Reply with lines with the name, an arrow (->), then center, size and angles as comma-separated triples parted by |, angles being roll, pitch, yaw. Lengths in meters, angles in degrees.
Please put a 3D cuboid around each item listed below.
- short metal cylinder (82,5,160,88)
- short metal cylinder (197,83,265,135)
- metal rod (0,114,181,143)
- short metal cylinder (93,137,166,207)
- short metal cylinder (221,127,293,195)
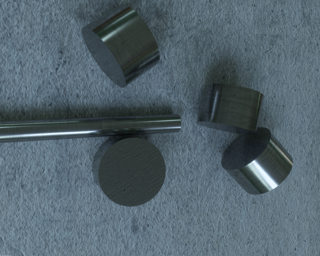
short metal cylinder -> -0.046, -0.094, 0.363 | 0.050, 0.080, 0.080 | -39, 103, -16
short metal cylinder -> 0.094, -0.024, 0.414 | 0.081, 0.080, 0.050 | 14, 86, -20
metal rod -> -0.118, 0.001, 0.365 | 0.303, 0.025, 0.025 | -3, 91, -20
short metal cylinder -> -0.039, 0.051, 0.381 | 0.081, 0.050, 0.079 | 0, 90, -20
short metal cylinder -> 0.133, 0.045, 0.429 | 0.050, 0.080, 0.080 | 46, 76, -14
